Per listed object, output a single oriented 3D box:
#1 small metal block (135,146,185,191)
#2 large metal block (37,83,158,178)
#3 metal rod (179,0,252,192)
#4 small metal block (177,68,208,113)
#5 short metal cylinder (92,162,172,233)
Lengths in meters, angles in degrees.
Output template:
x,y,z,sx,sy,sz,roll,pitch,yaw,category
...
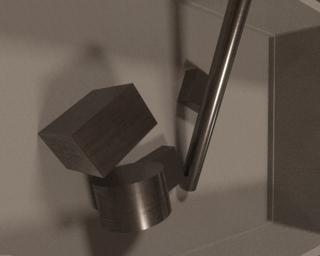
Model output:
x,y,z,sx,sy,sz,roll,pitch,yaw,category
0.001,0.057,0.410,0.050,0.025,0.050,-30,109,-36,small metal block
-0.064,0.001,0.318,0.080,0.080,0.050,-46,118,-30,large metal block
0.070,-0.051,0.389,0.025,0.025,0.298,-7,119,-40,metal rod
0.057,-0.053,0.457,0.050,0.025,0.050,26,74,-37,small metal block
-0.031,0.074,0.347,0.081,0.080,0.050,-18,102,-39,short metal cylinder
